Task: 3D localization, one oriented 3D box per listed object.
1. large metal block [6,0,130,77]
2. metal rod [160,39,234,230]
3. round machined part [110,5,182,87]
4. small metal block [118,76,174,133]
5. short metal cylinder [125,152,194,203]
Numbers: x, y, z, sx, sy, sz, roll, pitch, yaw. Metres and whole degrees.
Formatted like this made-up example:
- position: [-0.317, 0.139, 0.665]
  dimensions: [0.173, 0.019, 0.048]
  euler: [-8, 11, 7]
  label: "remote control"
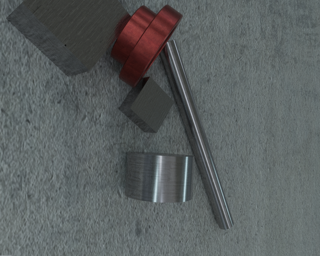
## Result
- position: [-0.089, -0.111, 0.315]
  dimensions: [0.080, 0.050, 0.080]
  euler: [47, 62, -30]
  label: "large metal block"
- position: [0.057, 0.020, 0.455]
  dimensions: [0.025, 0.025, 0.298]
  euler: [-32, 110, -36]
  label: "metal rod"
- position: [-0.020, -0.097, 0.350]
  dimensions: [0.042, 0.098, 0.098]
  euler: [34, 66, -6]
  label: "round machined part"
- position: [-0.016, -0.029, 0.393]
  dimensions: [0.050, 0.025, 0.050]
  euler: [44, 64, -32]
  label: "small metal block"
- position: [0.000, 0.056, 0.371]
  dimensions: [0.081, 0.080, 0.050]
  euler: [6, 87, -40]
  label: "short metal cylinder"
